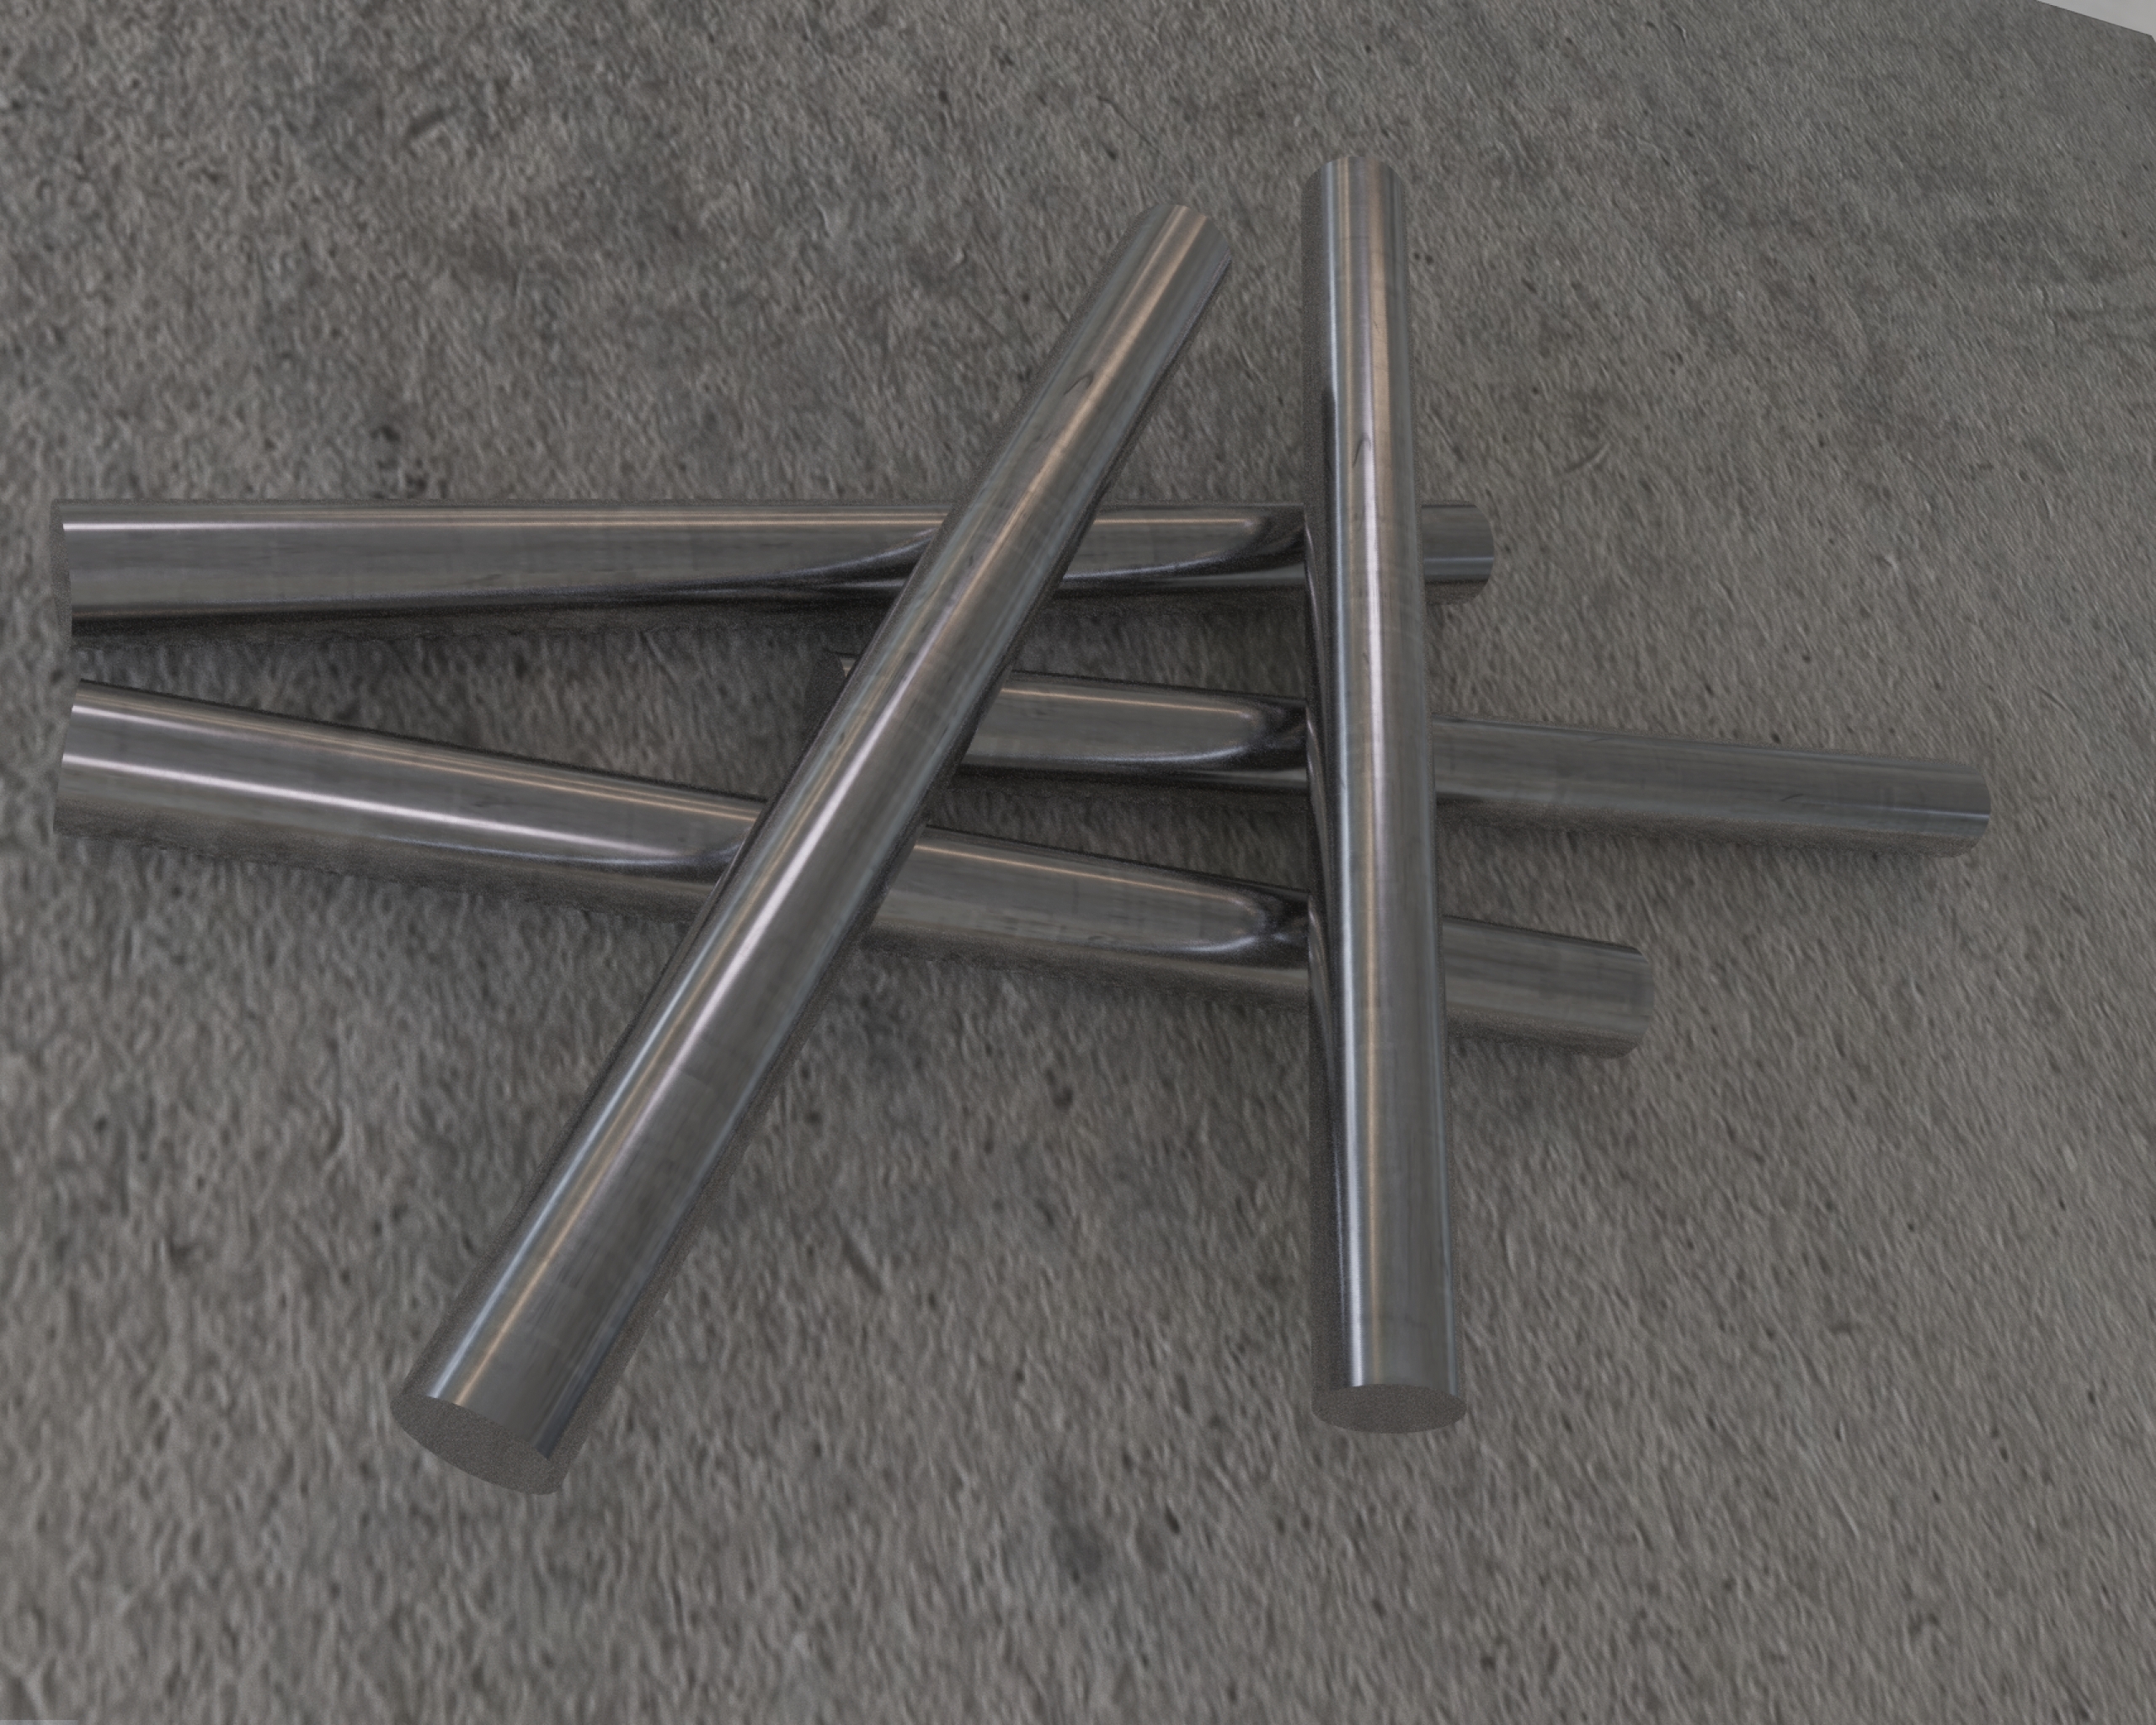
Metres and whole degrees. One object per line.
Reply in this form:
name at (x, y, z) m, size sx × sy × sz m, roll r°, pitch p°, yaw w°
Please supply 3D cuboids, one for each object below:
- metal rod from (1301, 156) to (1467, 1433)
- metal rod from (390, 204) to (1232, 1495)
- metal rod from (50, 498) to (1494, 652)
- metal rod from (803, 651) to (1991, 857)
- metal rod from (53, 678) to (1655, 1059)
metal rod at (0.059, -0.036, 0.423) m, size 0.025 × 0.025 × 0.300 m, roll 17°, pitch 55°, yaw -19°
metal rod at (-0.029, -0.029, 0.371) m, size 0.025 × 0.025 × 0.301 m, roll 32°, pitch 51°, yaw -8°
metal rod at (-0.038, -0.060, 0.419) m, size 0.303 × 0.025 × 0.025 m, roll -6°, pitch 65°, yaw -31°
metal rod at (0.087, -0.021, 0.462) m, size 0.302 × 0.025 × 0.025 m, roll 3°, pitch 61°, yaw -27°
metal rod at (-0.022, 0.007, 0.387) m, size 0.302 × 0.025 × 0.025 m, roll 10°, pitch 58°, yaw -23°
